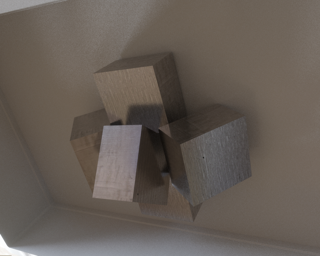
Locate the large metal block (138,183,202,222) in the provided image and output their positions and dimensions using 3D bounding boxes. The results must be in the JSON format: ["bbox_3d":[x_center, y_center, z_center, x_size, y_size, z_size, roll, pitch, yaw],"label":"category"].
[{"bbox_3d":[0.011,0.079,0.434,0.080,0.050,0.080,1,119,28],"label":"large metal block"}]

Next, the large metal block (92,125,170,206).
[{"bbox_3d":[-0.027,0.046,0.363,0.050,0.080,0.080,-1,74,27],"label":"large metal block"}]

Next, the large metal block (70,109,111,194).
[{"bbox_3d":[-0.080,0.028,0.421,0.050,0.080,0.080,-18,115,-4],"label":"large metal block"}]

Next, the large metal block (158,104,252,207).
[{"bbox_3d":[0.052,0.028,0.352,0.050,0.081,0.080,36,144,58],"label":"large metal block"}]

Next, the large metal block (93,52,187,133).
[{"bbox_3d":[-0.022,-0.041,0.374,0.080,0.050,0.080,-1,118,29],"label":"large metal block"}]
